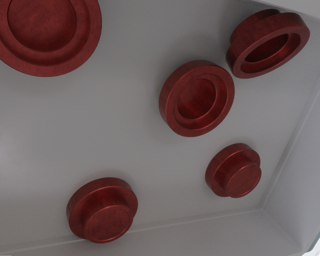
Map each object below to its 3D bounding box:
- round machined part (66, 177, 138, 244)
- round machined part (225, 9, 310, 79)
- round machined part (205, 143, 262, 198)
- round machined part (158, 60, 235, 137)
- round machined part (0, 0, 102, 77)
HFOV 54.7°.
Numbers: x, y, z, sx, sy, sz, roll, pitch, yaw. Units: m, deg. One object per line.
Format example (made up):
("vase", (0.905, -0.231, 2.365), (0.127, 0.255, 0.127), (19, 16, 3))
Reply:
("round machined part", (-0.076, 0.120, 0.430), (0.099, 0.042, 0.097), (-14, 124, -21))
("round machined part", (0.126, -0.106, 0.381), (0.099, 0.042, 0.098), (-18, 159, -7))
("round machined part", (0.128, 0.077, 0.515), (0.099, 0.042, 0.097), (-14, 124, -21))
("round machined part", (0.042, -0.040, 0.396), (0.099, 0.042, 0.097), (-14, 124, -21))
("round machined part", (-0.106, -0.099, 0.278), (0.099, 0.042, 0.097), (-14, 124, -21))
